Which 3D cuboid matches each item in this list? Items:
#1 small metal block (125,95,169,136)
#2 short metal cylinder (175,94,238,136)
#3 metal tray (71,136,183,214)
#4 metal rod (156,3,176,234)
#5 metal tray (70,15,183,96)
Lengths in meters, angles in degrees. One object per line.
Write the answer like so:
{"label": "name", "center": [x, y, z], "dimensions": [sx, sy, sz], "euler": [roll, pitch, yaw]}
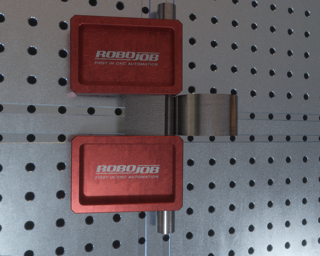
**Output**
{"label": "small metal block", "center": [-0.016, -0.016, 0.392], "dimensions": [0.050, 0.025, 0.050], "euler": [1, 90, 11]}
{"label": "short metal cylinder", "center": [0.060, -0.016, 0.402], "dimensions": [0.081, 0.080, 0.050], "euler": [0, 90, -20]}
{"label": "metal tray", "center": [-0.039, 0.054, 0.377], "dimensions": [0.131, 0.030, 0.089], "euler": [0, 90, -8]}
{"label": "metal rod", "center": [0.008, -0.013, 0.411], "dimensions": [0.025, 0.025, 0.298], "euler": [0, 90, -20]}
{"label": "metal tray", "center": [-0.040, -0.085, 0.377], "dimensions": [0.131, 0.030, 0.089], "euler": [0, 90, -8]}
